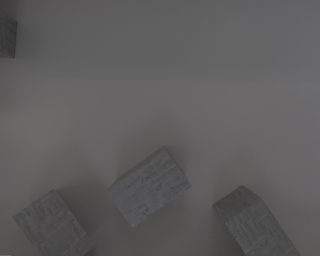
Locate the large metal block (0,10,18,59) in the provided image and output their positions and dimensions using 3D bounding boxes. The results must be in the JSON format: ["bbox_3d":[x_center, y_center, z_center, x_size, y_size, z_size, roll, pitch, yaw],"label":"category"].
[{"bbox_3d":[-0.236,-0.122,0.382,0.080,0.080,0.050,4,90,0],"label":"large metal block"}]

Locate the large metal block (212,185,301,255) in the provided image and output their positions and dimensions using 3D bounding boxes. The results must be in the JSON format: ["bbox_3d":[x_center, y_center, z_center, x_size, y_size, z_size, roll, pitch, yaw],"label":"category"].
[{"bbox_3d":[0.115,0.125,0.385,0.050,0.080,0.080,-34,90,0],"label":"large metal block"}]

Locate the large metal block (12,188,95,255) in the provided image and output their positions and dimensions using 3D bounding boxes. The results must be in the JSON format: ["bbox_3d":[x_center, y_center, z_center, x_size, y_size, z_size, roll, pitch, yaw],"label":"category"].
[{"bbox_3d":[-0.127,0.122,0.376,0.050,0.080,0.080,-36,90,-22],"label":"large metal block"}]

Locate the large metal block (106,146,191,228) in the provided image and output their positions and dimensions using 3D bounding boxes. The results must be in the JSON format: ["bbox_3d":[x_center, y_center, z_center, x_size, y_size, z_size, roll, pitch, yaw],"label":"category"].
[{"bbox_3d":[-0.012,0.067,0.384,0.080,0.080,0.050,-35,90,0],"label":"large metal block"}]
